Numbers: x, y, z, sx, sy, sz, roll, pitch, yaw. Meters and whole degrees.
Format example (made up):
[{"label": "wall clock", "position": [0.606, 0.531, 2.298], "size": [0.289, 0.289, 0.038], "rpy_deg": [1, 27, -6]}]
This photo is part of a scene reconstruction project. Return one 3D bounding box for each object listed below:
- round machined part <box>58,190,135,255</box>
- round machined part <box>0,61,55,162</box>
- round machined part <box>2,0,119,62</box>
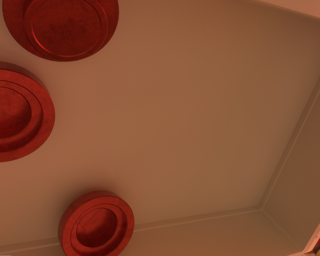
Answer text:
[{"label": "round machined part", "position": [-0.088, 0.131, 0.418], "size": [0.099, 0.042, 0.097], "rpy_deg": [-7, 104, -30]}, {"label": "round machined part", "position": [-0.157, -0.018, 0.301], "size": [0.099, 0.042, 0.097], "rpy_deg": [-14, 124, -21]}, {"label": "round machined part", "position": [-0.084, -0.098, 0.274], "size": [0.099, 0.042, 0.097], "rpy_deg": [-15, 141, -12]}]
